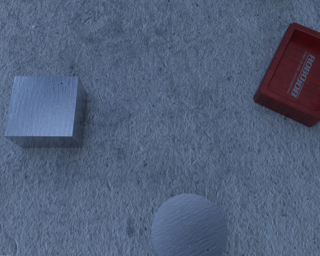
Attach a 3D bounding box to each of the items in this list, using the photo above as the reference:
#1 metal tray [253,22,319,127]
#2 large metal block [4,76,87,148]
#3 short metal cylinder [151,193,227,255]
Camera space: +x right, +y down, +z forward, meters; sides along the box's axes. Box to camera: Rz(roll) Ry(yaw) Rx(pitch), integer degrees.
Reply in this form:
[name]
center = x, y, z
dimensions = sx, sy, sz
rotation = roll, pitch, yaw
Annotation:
[metal tray]
center = 0.199, -0.077, 0.434
dimensions = 0.090, 0.030, 0.130
rotation = 27, 72, 9
[large metal block]
center = -0.143, -0.019, 0.401
dimensions = 0.081, 0.050, 0.080
rotation = 0, 70, 0
[short metal cylinder]
center = 0.031, 0.118, 0.352
dimensions = 0.081, 0.050, 0.080
rotation = 0, 70, 0
